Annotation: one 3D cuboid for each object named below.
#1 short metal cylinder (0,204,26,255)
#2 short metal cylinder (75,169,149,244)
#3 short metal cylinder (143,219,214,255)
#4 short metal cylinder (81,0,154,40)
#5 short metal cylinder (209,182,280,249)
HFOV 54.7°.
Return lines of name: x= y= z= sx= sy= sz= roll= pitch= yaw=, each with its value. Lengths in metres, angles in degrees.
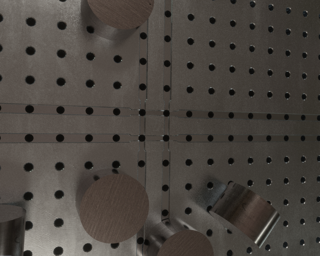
short metal cylinder: x=-0.182 y=0.112 z=0.316 sx=0.081 sy=0.080 sz=0.050 roll=4 pitch=89 yaw=-20
short metal cylinder: x=-0.059 y=0.092 z=0.378 sx=0.081 sy=0.050 sz=0.079 roll=0 pitch=90 yaw=-21
short metal cylinder: x=0.023 y=0.167 z=0.409 sx=0.081 sy=0.050 sz=0.079 roll=0 pitch=90 yaw=-21
short metal cylinder: x=-0.053 y=-0.154 z=0.380 sx=0.081 sy=0.050 sz=0.079 roll=0 pitch=90 yaw=-20
short metal cylinder: x=0.116 y=0.120 z=0.428 sx=0.080 sy=0.080 sz=0.050 roll=43 pitch=76 yaw=-15
